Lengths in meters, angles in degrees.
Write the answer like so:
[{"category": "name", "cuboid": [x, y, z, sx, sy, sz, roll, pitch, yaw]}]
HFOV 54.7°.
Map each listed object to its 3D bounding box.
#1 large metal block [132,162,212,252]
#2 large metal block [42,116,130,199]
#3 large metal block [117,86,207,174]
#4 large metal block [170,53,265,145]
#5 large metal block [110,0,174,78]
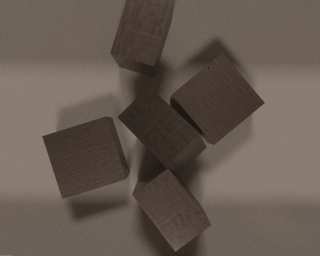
[{"category": "large metal block", "cuboid": [0.013, 0.091, 0.384, 0.050, 0.080, 0.080, -37, 91, 0]}, {"category": "large metal block", "cuboid": [-0.091, 0.036, 0.398, 0.080, 0.050, 0.080, -18, 90, -1]}, {"category": "large metal block", "cuboid": [0.006, 0.006, 0.373, 0.050, 0.080, 0.080, -45, 71, 0]}, {"category": "large metal block", "cuboid": [0.071, -0.036, 0.400, 0.080, 0.050, 0.080, -40, 91, 0]}, {"category": "large metal block", "cuboid": [-0.020, -0.114, 0.384, 0.050, 0.080, 0.080, 17, 90, 0]}]
